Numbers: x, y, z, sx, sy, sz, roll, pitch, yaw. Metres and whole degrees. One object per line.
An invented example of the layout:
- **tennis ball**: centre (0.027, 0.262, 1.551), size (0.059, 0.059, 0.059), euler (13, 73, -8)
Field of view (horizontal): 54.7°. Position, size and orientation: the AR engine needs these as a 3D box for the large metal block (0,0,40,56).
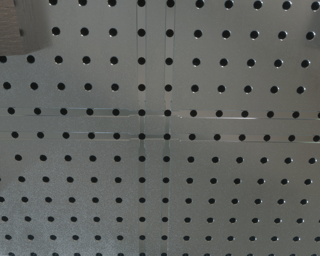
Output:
- **large metal block**: centre (-0.192, -0.125, 0.351), size (0.081, 0.050, 0.079), euler (-3, 110, 0)
